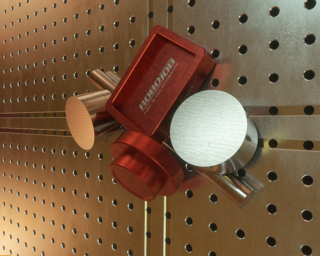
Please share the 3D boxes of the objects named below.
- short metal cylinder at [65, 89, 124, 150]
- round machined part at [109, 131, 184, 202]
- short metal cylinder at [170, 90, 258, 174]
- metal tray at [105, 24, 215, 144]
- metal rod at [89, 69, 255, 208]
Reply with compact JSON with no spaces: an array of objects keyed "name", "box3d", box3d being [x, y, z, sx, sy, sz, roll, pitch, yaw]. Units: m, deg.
[{"name":"short metal cylinder","box3d":[-0.097,-0.013,0.458,0.080,0.050,0.079,24,124,42]},{"name":"round machined part","box3d":[-0.023,0.053,0.382,0.098,0.042,0.098,27,148,19]},{"name":"short metal cylinder","box3d":[0.058,0.006,0.330,0.080,0.050,0.080,-9,69,26]},{"name":"metal tray","box3d":[-0.004,-0.054,0.390,0.090,0.030,0.130,39,100,33]},{"name":"metal rod","box3d":[-0.004,-0.003,0.413,0.300,0.025,0.025,39,114,33]}]
